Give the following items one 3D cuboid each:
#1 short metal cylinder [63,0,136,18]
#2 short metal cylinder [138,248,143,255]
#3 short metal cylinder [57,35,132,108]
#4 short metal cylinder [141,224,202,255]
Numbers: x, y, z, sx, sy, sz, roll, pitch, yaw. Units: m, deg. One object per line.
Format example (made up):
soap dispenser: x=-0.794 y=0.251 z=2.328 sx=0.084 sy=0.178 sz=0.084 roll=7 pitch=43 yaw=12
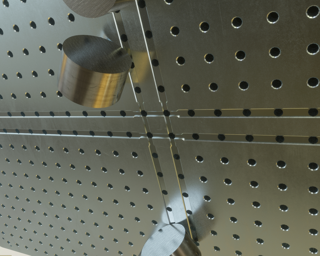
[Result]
short metal cylinder: x=-0.065 y=-0.163 z=0.329 sx=0.080 sy=0.050 sz=0.079 roll=13 pitch=124 yaw=21
short metal cylinder: x=-0.006 y=0.252 z=0.555 sx=0.080 sy=0.050 sz=0.079 roll=13 pitch=124 yaw=21
short metal cylinder: x=-0.080 y=-0.069 z=0.375 sx=0.080 sy=0.080 sz=0.050 roll=31 pitch=129 yaw=8
short metal cylinder: x=0.018 y=0.199 z=0.489 sx=0.080 sy=0.080 sz=0.050 roll=-23 pitch=106 yaw=36
